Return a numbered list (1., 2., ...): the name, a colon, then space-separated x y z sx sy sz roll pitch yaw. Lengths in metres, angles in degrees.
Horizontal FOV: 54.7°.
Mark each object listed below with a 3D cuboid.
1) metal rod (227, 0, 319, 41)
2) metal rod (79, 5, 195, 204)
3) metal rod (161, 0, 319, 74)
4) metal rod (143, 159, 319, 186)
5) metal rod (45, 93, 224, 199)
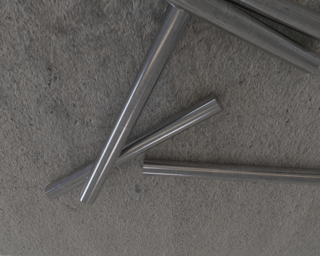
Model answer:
1. metal rod: 0.041 -0.140 0.288 0.302 0.025 0.025 16 128 -14
2. metal rod: -0.041 -0.011 0.377 0.025 0.025 0.298 20 121 -17
3. metal rod: 0.038 -0.114 0.285 0.302 0.025 0.025 17 128 -24
4. metal rod: 0.126 0.067 0.465 0.302 0.025 0.025 4 130 -4
5. metal rod: -0.050 0.034 0.435 0.300 0.025 0.025 -29 125 22
